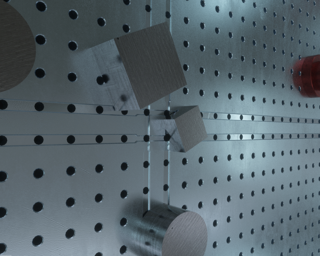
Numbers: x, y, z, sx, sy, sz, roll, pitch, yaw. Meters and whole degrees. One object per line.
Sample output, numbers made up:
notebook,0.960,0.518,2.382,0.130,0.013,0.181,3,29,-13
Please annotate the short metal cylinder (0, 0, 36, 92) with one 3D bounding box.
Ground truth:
short metal cylinder,-0.155,-0.067,0.263,0.081,0.050,0.079,0,90,-40

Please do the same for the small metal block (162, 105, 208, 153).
small metal block,0.036,0.001,0.440,0.050,0.025,0.050,-31,109,-36

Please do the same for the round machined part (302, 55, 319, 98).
round machined part,0.367,-0.118,0.705,0.099,0.042,0.097,0,90,-40

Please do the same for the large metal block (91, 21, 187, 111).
large metal block,-0.023,-0.074,0.373,0.081,0.050,0.080,-32,110,-36

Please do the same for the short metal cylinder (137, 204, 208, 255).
short metal cylinder,0.017,0.145,0.407,0.081,0.050,0.079,0,90,-40
